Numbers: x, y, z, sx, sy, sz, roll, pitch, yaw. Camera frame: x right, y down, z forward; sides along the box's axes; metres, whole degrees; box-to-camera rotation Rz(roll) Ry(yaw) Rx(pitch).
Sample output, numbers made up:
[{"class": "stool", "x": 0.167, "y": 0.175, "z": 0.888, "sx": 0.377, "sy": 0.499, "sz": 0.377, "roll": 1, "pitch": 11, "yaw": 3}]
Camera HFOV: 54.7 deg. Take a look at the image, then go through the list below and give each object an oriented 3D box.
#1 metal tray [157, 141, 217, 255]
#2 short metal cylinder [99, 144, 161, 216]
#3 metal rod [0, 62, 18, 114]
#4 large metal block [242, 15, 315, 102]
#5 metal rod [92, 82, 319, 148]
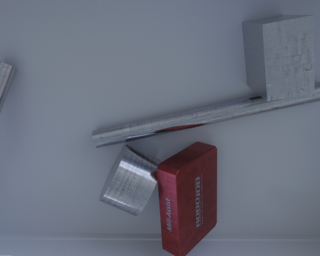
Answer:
[{"class": "metal tray", "x": 0.040, "y": 0.094, "z": 0.413, "sx": 0.030, "sy": 0.091, "sz": 0.129, "roll": 13, "pitch": 116, "yaw": 39}, {"class": "short metal cylinder", "x": -0.039, "y": 0.068, "z": 0.406, "sx": 0.050, "sy": 0.080, "sz": 0.080, "roll": 26, "pitch": 108, "yaw": -10}, {"class": "metal rod", "x": -0.237, "y": 0.063, "z": 0.370, "sx": 0.025, "sy": 0.025, "sz": 0.299, "roll": 19, "pitch": 85, "yaw": -7}, {"class": "large metal block", "x": 0.132, "y": -0.083, "z": 0.353, "sx": 0.050, "sy": 0.080, "sz": 0.079, "roll": -10, "pitch": 110, "yaw": 3}, {"class": "metal rod", "x": 0.061, "y": -0.016, "z": 0.406, "sx": 0.302, "sy": 0.025, "sz": 0.025, "roll": -12, "pitch": 110, "yaw": 4}]
